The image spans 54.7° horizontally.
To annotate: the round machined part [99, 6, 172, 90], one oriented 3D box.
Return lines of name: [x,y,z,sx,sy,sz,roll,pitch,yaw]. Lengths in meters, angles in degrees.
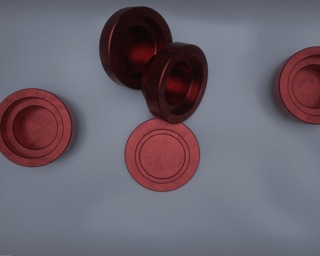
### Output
round machined part: [-0.034,-0.099,0.385,0.099,0.042,0.097,-16,115,-39]

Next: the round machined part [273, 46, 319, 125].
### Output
round machined part: [0.196,-0.053,0.404,0.099,0.042,0.097,0,90,0]

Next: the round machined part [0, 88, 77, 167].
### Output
round machined part: [-0.157,0.000,0.402,0.099,0.042,0.097,0,90,0]

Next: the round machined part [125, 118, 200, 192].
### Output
round machined part: [0.003,0.035,0.403,0.099,0.042,0.097,0,90,0]

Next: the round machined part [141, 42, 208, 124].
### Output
round machined part: [0.015,-0.057,0.384,0.042,0.098,0.098,22,90,35]
